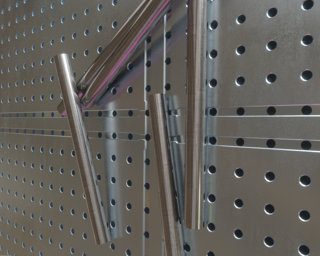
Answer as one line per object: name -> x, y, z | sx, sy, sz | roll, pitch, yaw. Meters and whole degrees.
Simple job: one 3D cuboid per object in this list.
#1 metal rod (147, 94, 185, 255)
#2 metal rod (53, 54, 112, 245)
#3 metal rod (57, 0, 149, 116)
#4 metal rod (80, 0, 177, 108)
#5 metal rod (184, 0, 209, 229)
metal rod -> 0.013, 0.105, 0.396 | 0.025, 0.025, 0.298 | -11, 83, 39
metal rod -> -0.122, 0.031, 0.486 | 0.025, 0.025, 0.298 | -16, 86, 38
metal rod -> -0.073, -0.113, 0.466 | 0.299, 0.025, 0.025 | -40, 66, 32
metal rod -> -0.032, -0.123, 0.413 | 0.299, 0.025, 0.025 | -42, 65, 38
metal rod -> 0.043, -0.031, 0.371 | 0.025, 0.025, 0.298 | 2, 91, 39
